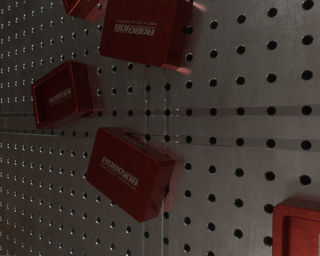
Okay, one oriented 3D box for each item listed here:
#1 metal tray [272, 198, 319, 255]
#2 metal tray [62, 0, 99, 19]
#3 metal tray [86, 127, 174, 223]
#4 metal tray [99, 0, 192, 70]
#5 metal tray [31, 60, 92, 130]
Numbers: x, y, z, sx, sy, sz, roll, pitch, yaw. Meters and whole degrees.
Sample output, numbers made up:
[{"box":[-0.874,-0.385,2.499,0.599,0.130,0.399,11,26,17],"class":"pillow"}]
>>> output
[{"box":[0.151,0.137,0.280,0.090,0.030,0.129,1,91,39],"class":"metal tray"},{"box":[-0.115,-0.253,0.498,0.130,0.030,0.090,-34,69,34],"class":"metal tray"},{"box":[-0.048,0.062,0.444,0.130,0.030,0.089,27,107,36],"class":"metal tray"},{"box":[-0.025,-0.135,0.425,0.130,0.030,0.089,19,102,38],"class":"metal tray"},{"box":[-0.178,-0.055,0.549,0.130,0.030,0.090,-18,79,38],"class":"metal tray"}]
